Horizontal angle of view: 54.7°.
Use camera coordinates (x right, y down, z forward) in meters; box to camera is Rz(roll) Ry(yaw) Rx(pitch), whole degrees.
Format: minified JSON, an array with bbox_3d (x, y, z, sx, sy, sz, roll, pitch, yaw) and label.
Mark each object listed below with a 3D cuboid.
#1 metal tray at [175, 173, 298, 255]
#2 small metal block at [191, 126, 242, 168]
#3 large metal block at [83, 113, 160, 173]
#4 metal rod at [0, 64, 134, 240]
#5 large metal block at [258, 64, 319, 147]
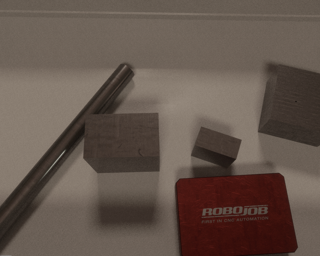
[{"bbox_3d":[0.086,0.104,0.370,0.131,0.030,0.090,-3,70,-2],"label":"metal tray"},{"bbox_3d":[0.069,0.025,0.388,0.050,0.050,0.025,19,71,6],"label":"small metal block"},{"bbox_3d":[-0.041,0.021,0.372,0.081,0.080,0.050,-2,70,-1],"label":"large metal block"},{"bbox_3d":[-0.131,0.034,0.395,0.025,0.025,0.300,33,73,11],"label":"metal rod"},{"bbox_3d":[0.183,-0.029,0.409,0.080,0.050,0.080,15,71,5],"label":"large metal block"}]
